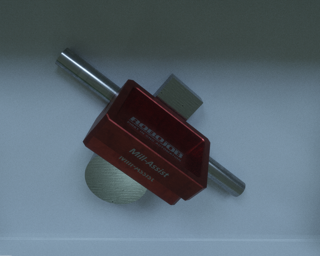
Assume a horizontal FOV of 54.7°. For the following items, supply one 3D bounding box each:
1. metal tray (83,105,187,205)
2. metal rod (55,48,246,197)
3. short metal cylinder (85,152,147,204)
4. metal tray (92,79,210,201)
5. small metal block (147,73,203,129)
[{"bbox_3d":[-0.025,0.029,0.386,0.130,0.090,0.030,37,106,-13],"label":"metal tray"},{"bbox_3d":[-0.003,0.000,0.411,0.301,0.025,0.025,37,106,-13],"label":"metal rod"},{"bbox_3d":[-0.052,0.053,0.409,0.080,0.050,0.079,2,117,4],"label":"short metal cylinder"},{"bbox_3d":[-0.002,0.011,0.352,0.130,0.090,0.030,37,123,-13],"label":"metal tray"},{"bbox_3d":[0.019,-0.033,0.398,0.050,0.025,0.050,39,105,-14],"label":"small metal block"}]
